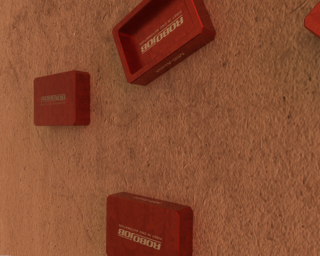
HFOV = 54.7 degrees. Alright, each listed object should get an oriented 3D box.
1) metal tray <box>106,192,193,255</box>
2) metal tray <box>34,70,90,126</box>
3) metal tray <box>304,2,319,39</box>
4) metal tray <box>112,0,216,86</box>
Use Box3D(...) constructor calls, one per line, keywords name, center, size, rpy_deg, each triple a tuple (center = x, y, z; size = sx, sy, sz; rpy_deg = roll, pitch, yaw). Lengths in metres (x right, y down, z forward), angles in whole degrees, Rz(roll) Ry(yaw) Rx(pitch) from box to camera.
Box3D(name="metal tray", center=(-0.018, 0.142, 0.417), size=(0.130, 0.030, 0.089), rpy_deg=(2, 91, 40))
Box3D(name="metal tray", center=(-0.176, -0.049, 0.547), size=(0.130, 0.030, 0.089), rpy_deg=(0, 90, 40))
Box3D(name="metal tray", center=(0.195, -0.109, 0.241), size=(0.090, 0.030, 0.129), rpy_deg=(51, 120, 27))
Box3D(name="metal tray", center=(-0.001, -0.124, 0.402), size=(0.130, 0.030, 0.090), rpy_deg=(-28, 72, 36))
